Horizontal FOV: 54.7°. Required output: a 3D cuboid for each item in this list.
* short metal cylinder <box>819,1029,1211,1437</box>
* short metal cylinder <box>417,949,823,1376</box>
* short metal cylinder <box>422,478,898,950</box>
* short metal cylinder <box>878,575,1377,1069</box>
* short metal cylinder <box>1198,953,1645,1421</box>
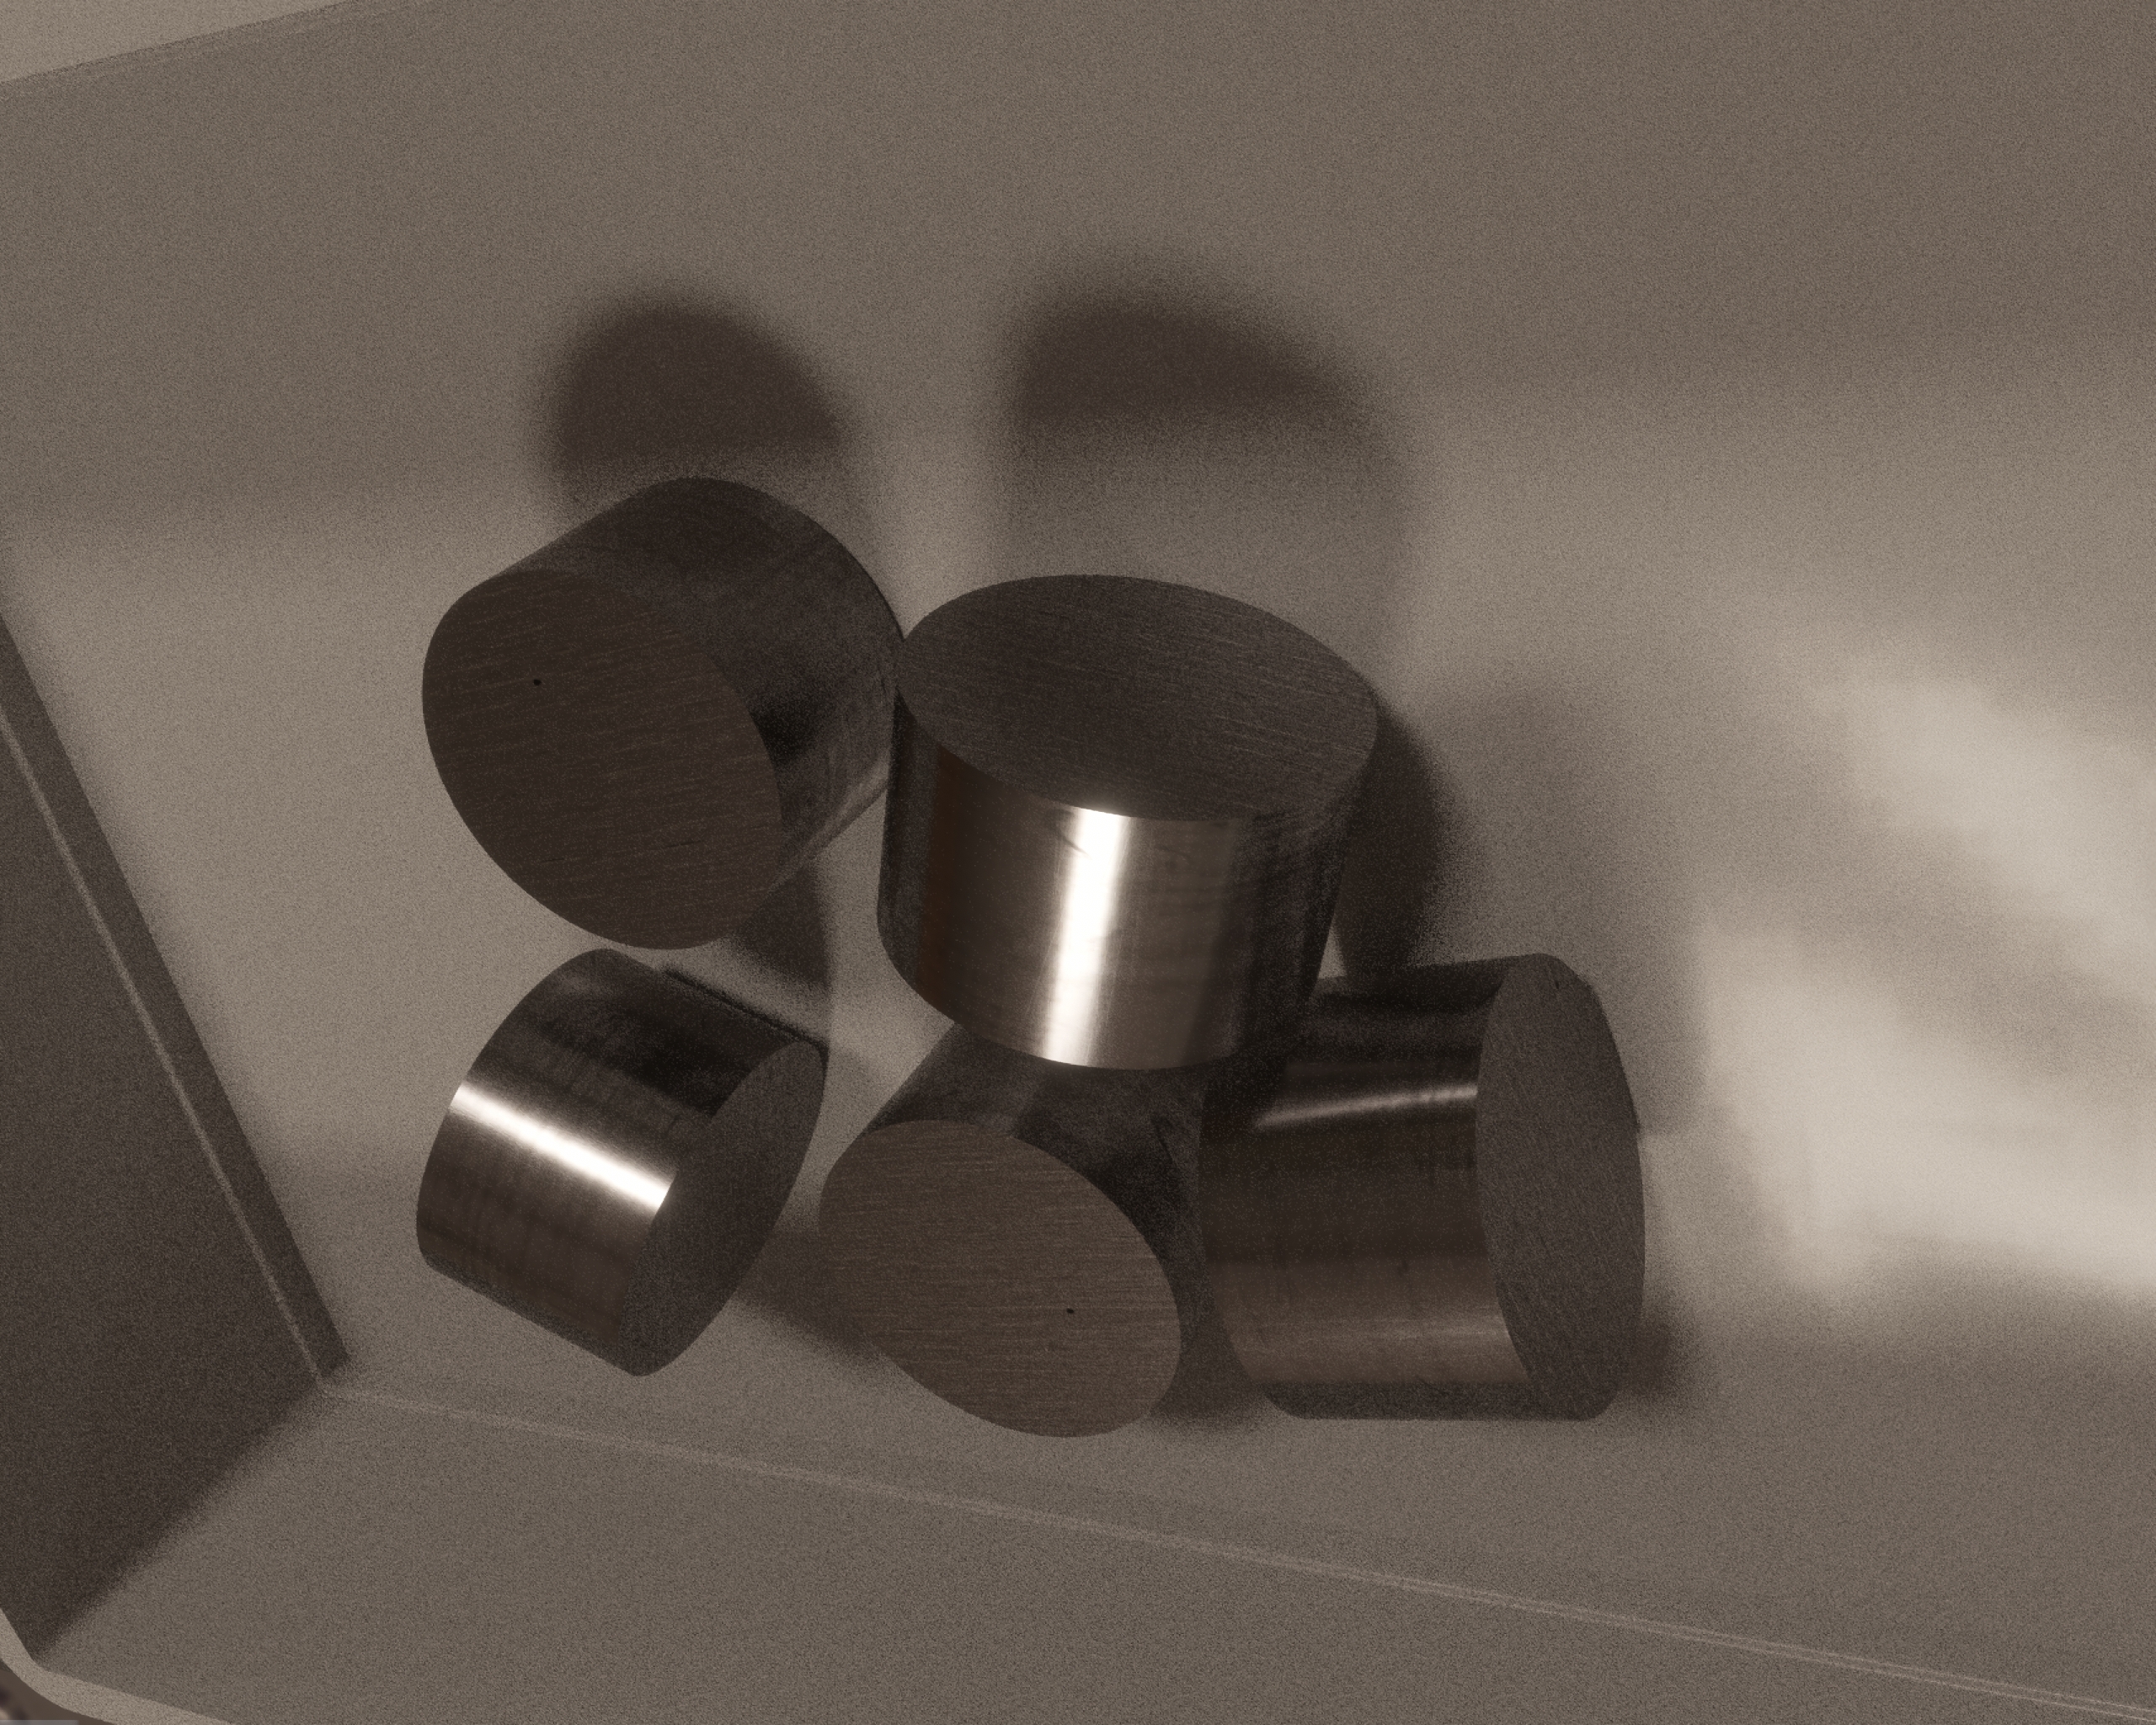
[{"bbox_3d":[-0.006,0.073,0.437,0.080,0.050,0.079,13,124,20],"label":"short metal cylinder"},{"bbox_3d":[-0.099,0.066,0.461,0.050,0.080,0.079,24,127,13],"label":"short metal cylinder"},{"bbox_3d":[-0.080,-0.030,0.412,0.080,0.050,0.079,13,124,20],"label":"short metal cylinder"},{"bbox_3d":[0.007,-0.009,0.362,0.080,0.080,0.050,20,126,16],"label":"short metal cylinder"},{"bbox_3d":[0.063,0.059,0.373,0.050,0.080,0.080,-9,114,32],"label":"short metal cylinder"}]
